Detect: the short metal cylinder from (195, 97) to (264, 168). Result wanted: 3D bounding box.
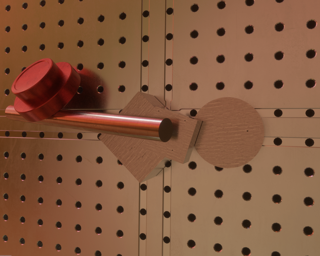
[{"bbox_3d":[0.083,0.005,0.370,0.080,0.050,0.079,0,90,19],"label":"short metal cylinder"}]

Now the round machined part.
[{"bbox_3d":[-0.164,-0.059,0.431,0.098,0.042,0.098,-18,44,19],"label":"round machined part"}]

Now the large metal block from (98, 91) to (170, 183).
[{"bbox_3d":[-0.017,0.011,0.402,0.080,0.050,0.080,45,104,14],"label":"large metal block"}]

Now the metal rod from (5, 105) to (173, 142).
[{"bbox_3d":[-0.114,-0.011,0.405,0.300,0.025,0.025,6,92,36],"label":"metal rod"}]

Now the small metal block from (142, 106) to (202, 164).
[{"bbox_3d":[0.014,0.007,0.351,0.050,0.025,0.050,20,96,18],"label":"small metal block"}]
